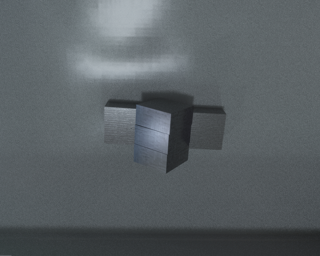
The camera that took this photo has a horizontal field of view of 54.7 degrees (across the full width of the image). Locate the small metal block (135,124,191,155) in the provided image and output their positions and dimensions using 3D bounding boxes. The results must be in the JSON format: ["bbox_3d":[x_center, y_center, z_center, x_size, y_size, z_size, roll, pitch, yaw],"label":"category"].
[{"bbox_3d":[0.004,0.007,0.388,0.050,0.050,0.025,16,113,33],"label":"small metal block"}]

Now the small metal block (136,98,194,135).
[{"bbox_3d":[0.006,-0.016,0.379,0.050,0.050,0.025,17,113,32],"label":"small metal block"}]

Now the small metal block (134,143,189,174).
[{"bbox_3d":[0.002,0.031,0.397,0.050,0.050,0.025,16,113,33],"label":"small metal block"}]

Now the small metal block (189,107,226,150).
[{"bbox_3d":[0.057,0.000,0.411,0.050,0.025,0.050,3,110,-2],"label":"small metal block"}]

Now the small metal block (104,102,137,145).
[{"bbox_3d":[-0.046,-0.006,0.407,0.050,0.025,0.050,4,110,-2],"label":"small metal block"}]
